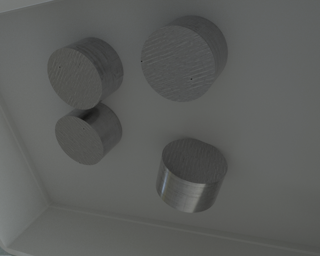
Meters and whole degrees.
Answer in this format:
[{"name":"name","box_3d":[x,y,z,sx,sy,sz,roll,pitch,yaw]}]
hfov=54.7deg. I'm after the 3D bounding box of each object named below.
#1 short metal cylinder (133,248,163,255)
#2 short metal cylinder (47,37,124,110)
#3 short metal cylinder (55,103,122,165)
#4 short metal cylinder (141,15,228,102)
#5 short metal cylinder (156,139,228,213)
[{"name":"short metal cylinder","box_3d":[-0.024,0.271,0.574,0.080,0.050,0.079,13,124,20]},{"name":"short metal cylinder","box_3d":[-0.095,-0.070,0.397,0.080,0.050,0.079,13,124,20]},{"name":"short metal cylinder","box_3d":[-0.102,0.007,0.449,0.080,0.050,0.079,13,124,20]},{"name":"short metal cylinder","box_3d":[0.027,-0.074,0.331,0.080,0.050,0.079,13,124,20]},{"name":"short metal cylinder","box_3d":[0.038,0.058,0.388,0.080,0.080,0.050,22,126,15]}]
